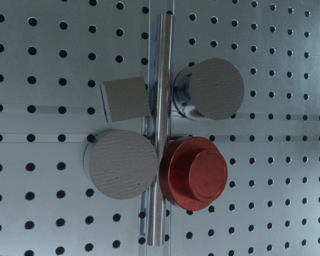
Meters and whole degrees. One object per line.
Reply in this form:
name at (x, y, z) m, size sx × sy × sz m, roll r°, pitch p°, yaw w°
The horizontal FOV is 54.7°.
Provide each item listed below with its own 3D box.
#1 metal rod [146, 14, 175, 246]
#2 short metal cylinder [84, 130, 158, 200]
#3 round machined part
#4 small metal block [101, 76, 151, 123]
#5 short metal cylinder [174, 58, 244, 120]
metal rod at (0.001, 0.002, 0.409) m, size 0.025 × 0.025 × 0.298 m, roll 3°, pitch 89°, yaw -20°
short metal cylinder at (-0.049, 0.042, 0.377) m, size 0.081 × 0.050 × 0.079 m, roll 0°, pitch 90°, yaw -20°
round machined part at (0.051, 0.060, 0.405) m, size 0.099 × 0.042 × 0.097 m, roll 0°, pitch 89°, yaw -36°
small metal block at (-0.044, -0.036, 0.392) m, size 0.050 × 0.025 × 0.050 m, roll -12°, pitch 94°, yaw -20°
short metal cylinder at (0.065, -0.050, 0.419) m, size 0.081 × 0.050 × 0.079 m, roll 0°, pitch 90°, yaw -20°
